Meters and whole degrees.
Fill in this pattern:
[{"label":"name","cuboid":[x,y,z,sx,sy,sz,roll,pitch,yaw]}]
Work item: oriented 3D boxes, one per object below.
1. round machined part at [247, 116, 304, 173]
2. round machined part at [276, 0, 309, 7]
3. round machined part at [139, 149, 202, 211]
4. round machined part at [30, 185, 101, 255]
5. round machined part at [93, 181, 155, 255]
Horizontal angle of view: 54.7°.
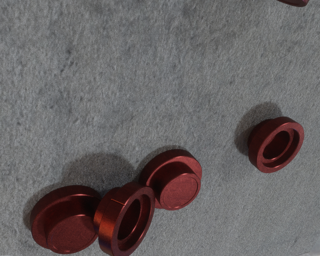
[{"label":"round machined part","cuboid":[0.186,0.024,0.515,0.099,0.042,0.097,-14,125,-21]},{"label":"round machined part","cuboid":[0.137,-0.166,0.334,0.099,0.098,0.042,14,111,-35]},{"label":"round machined part","cuboid":[0.021,0.083,0.461,0.099,0.042,0.097,-14,125,-21]},{"label":"round machined part","cuboid":[-0.118,0.128,0.412,0.099,0.042,0.097,-14,125,-21]},{"label":"round machined part","cuboid":[-0.050,0.117,0.409,0.099,0.042,0.097,-39,137,-49]}]
